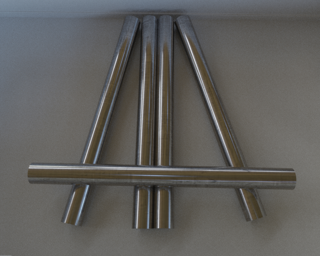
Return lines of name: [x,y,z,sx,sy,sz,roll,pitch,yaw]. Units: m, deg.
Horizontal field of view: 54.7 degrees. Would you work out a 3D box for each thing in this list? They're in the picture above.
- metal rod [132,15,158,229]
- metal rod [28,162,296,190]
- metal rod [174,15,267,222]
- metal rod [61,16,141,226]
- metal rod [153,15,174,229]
metal rod: [-0.018,-0.022,0.416,0.025,0.025,0.299,1,70,0]
metal rod: [0.002,0.056,0.360,0.302,0.025,0.025,1,70,0]
metal rod: [0.074,-0.027,0.419,0.025,0.025,0.299,-15,71,-5]
metal rod: [-0.073,-0.024,0.416,0.025,0.025,0.299,12,70,4]
metal rod: [0.007,-0.022,0.416,0.025,0.025,0.299,1,70,0]
